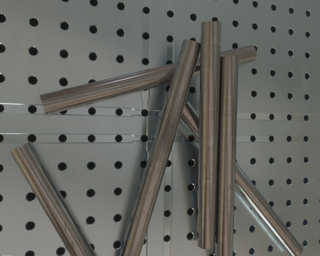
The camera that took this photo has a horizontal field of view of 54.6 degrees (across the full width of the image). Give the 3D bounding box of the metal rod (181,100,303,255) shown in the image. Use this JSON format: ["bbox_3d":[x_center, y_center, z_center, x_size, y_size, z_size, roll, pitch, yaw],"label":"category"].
[{"bbox_3d":[0.121,0.082,0.456,0.025,0.025,0.300,-43,104,-15],"label":"metal rod"}]

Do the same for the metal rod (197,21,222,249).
[{"bbox_3d":[0.064,0.018,0.407,0.025,0.025,0.298,-5,102,-20],"label":"metal rod"}]

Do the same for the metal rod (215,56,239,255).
[{"bbox_3d":[0.090,0.056,0.420,0.025,0.025,0.298,-5,101,-20],"label":"metal rod"}]

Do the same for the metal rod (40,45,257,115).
[{"bbox_3d":[-0.001,-0.069,0.411,0.302,0.025,0.025,-17,96,-19],"label":"metal rod"}]

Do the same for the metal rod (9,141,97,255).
[{"bbox_3d":[-0.094,0.153,0.377,0.025,0.025,0.299,-29,100,-18],"label":"metal rod"}]

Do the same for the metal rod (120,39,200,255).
[{"bbox_3d":[-0.001,0.035,0.396,0.025,0.025,0.299,16,90,-19],"label":"metal rod"}]
